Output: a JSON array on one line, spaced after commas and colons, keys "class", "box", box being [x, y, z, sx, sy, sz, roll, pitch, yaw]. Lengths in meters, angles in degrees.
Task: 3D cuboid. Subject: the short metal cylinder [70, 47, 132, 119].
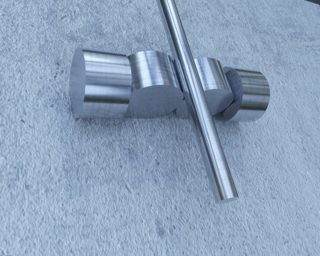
[{"class": "short metal cylinder", "box": [-0.072, -0.051, 0.362, 0.050, 0.080, 0.080, 1, 62, -28]}]

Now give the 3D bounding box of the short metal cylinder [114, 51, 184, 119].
[{"class": "short metal cylinder", "box": [-0.015, -0.052, 0.394, 0.081, 0.080, 0.050, 1, 62, -28]}]

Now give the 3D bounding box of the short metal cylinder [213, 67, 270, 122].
[{"class": "short metal cylinder", "box": [0.115, -0.049, 0.461, 0.050, 0.080, 0.080, 1, 62, -28]}]

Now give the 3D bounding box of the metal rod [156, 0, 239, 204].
[{"class": "metal rod", "box": [0.038, -0.057, 0.381, 0.025, 0.025, 0.299, 1, 61, -28]}]

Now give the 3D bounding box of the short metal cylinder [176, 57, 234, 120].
[{"class": "short metal cylinder", "box": [0.056, -0.053, 0.431, 0.081, 0.080, 0.050, 1, 62, -28]}]
